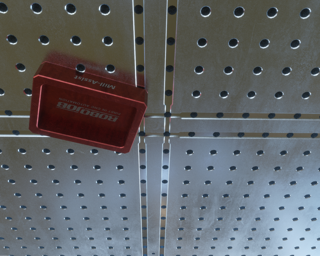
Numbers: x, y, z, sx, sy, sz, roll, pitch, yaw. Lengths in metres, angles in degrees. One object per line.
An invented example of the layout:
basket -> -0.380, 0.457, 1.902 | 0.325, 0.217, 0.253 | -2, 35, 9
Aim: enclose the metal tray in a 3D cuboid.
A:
metal tray -> -0.090, -0.021, 0.389 | 0.131, 0.030, 0.089 | 14, 129, -12
